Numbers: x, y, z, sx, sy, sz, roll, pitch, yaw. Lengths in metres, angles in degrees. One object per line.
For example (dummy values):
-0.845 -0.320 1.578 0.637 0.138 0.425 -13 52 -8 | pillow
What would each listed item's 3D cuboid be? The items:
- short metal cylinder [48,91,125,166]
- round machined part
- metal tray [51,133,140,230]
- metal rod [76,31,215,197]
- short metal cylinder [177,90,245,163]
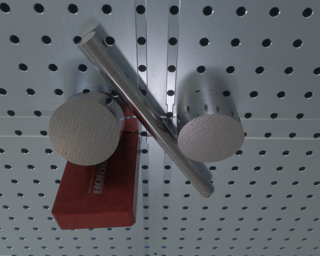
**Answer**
-0.086 -0.001 0.375 0.080 0.050 0.079 0 107 0 | short metal cylinder
-0.085 0.079 0.431 0.098 0.098 0.042 -13 122 11 | round machined part
-0.074 0.062 0.395 0.091 0.130 0.030 -3 130 3 | metal tray
-0.002 0.002 0.413 0.025 0.025 0.300 -25 126 19 | metal rod
0.062 -0.002 0.394 0.081 0.050 0.079 0 130 0 | short metal cylinder
